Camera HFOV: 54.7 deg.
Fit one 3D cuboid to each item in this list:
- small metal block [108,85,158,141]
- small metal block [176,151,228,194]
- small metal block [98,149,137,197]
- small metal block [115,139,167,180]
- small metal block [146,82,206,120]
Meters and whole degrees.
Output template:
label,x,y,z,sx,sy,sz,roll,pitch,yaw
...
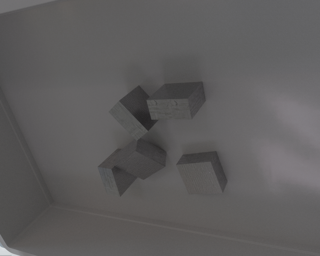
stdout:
label,x,y,z,sx,sy,sz,roll,pitch,yaw
small metal block,-0.028,-0.020,0.395,0.050,0.050,0.025,46,129,-4
small metal block,0.057,0.061,0.417,0.050,0.025,0.050,-10,114,32
small metal block,-0.062,0.066,0.465,0.025,0.050,0.050,4,120,30
small metal block,-0.027,0.044,0.438,0.050,0.025,0.050,31,133,-26
small metal block,0.020,-0.032,0.362,0.050,0.050,0.025,1,119,28
